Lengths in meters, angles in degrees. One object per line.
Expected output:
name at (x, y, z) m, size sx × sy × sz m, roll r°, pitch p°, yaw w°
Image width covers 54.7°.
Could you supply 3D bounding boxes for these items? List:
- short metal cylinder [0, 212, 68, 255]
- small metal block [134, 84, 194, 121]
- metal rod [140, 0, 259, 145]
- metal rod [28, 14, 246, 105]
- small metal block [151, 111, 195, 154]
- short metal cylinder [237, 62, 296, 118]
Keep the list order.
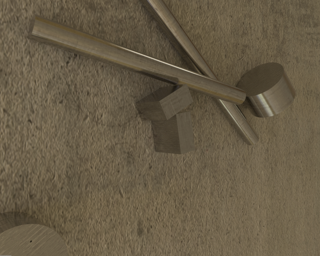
short metal cylinder at (-0.132, 0.121, 0.278) m, size 0.081 × 0.050 × 0.079 m, roll 0°, pitch 90°, yaw -40°
small metal block at (0.005, -0.032, 0.392) m, size 0.050 × 0.050 × 0.025 m, roll -35°, pitch 112°, yaw -34°
metal rod at (0.072, -0.075, 0.464) m, size 0.300 × 0.025 × 0.025 m, roll 47°, pitch 62°, yaw -30°
metal rod at (-0.002, -0.073, 0.385) m, size 0.302 × 0.025 × 0.025 m, roll 12°, pitch 83°, yaw -34°
small metal block at (0.016, 0.005, 0.402) m, size 0.025 × 0.050 × 0.050 m, roll -13°, pitch 99°, yaw -40°
short metal cylinder at (0.176, -0.063, 0.516) m, size 0.050 × 0.080 × 0.080 m, roll 49°, pitch 61°, yaw -29°
